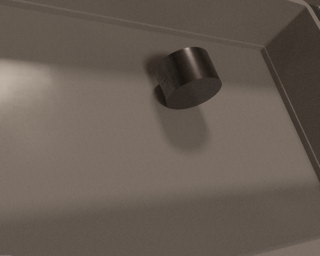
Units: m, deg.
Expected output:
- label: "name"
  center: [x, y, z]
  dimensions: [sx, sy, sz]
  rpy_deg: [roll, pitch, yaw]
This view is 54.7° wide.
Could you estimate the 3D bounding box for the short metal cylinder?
- label: "short metal cylinder"
  center: [0.039, -0.068, 0.435]
  dimensions: [0.081, 0.080, 0.050]
  rpy_deg: [-6, 65, -31]
